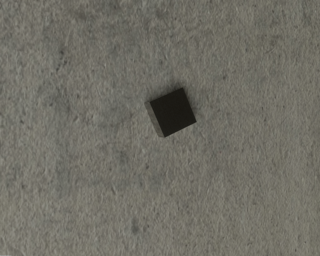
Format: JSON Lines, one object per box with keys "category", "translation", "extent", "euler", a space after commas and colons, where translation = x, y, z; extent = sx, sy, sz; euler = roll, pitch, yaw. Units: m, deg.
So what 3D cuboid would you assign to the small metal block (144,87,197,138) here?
{"category": "small metal block", "translation": [0.014, -0.021, 0.414], "extent": [0.050, 0.025, 0.050], "euler": [-26, 99, -18]}
